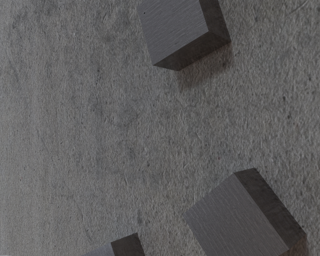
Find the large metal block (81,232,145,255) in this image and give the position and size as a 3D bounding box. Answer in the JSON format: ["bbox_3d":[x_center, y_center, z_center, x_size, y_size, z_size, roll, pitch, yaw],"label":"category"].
[{"bbox_3d":[-0.062,0.205,0.440,0.080,0.050,0.080,-35,69,34],"label":"large metal block"}]

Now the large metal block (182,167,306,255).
[{"bbox_3d":[0.084,0.099,0.320,0.080,0.050,0.080,-48,62,29],"label":"large metal block"}]

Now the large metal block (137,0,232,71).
[{"bbox_3d":[0.027,-0.124,0.367,0.080,0.050,0.080,-24,75,37],"label":"large metal block"}]
